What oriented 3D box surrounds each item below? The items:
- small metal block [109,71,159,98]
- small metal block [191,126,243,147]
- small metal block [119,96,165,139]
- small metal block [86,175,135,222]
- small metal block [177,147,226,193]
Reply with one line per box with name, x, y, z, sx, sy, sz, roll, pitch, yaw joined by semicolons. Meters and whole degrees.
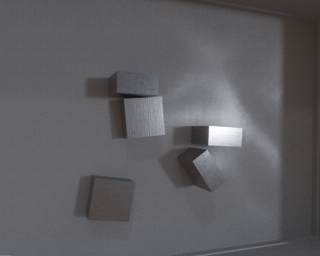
small metal block;-0.034;-0.052;0.385;0.050;0.050;0.025;1;89;-20
small metal block;0.077;0.011;0.427;0.050;0.050;0.025;3;89;-20
small metal block;-0.023;-0.014;0.403;0.050;0.025;0.050;-5;92;-20
small metal block;-0.062;0.088;0.388;0.050;0.025;0.050;10;87;-20
small metal block;0.055;0.055;0.419;0.025;0.050;0.050;-36;102;-17
